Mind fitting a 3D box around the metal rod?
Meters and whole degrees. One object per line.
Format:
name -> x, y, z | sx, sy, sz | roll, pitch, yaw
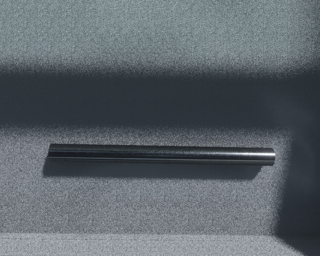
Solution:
metal rod -> 0.003, 0.037, 0.424 | 0.302, 0.025, 0.025 | 1, 110, -1
